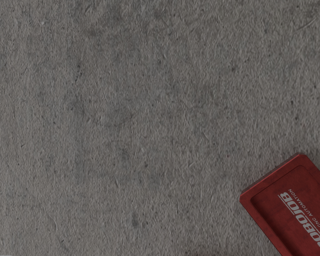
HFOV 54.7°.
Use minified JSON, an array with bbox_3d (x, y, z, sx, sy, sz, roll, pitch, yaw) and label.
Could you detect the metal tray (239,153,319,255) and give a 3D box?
[{"bbox_3d":[0.165,0.104,0.347,0.090,0.030,0.130,-40,78,15],"label":"metal tray"}]
